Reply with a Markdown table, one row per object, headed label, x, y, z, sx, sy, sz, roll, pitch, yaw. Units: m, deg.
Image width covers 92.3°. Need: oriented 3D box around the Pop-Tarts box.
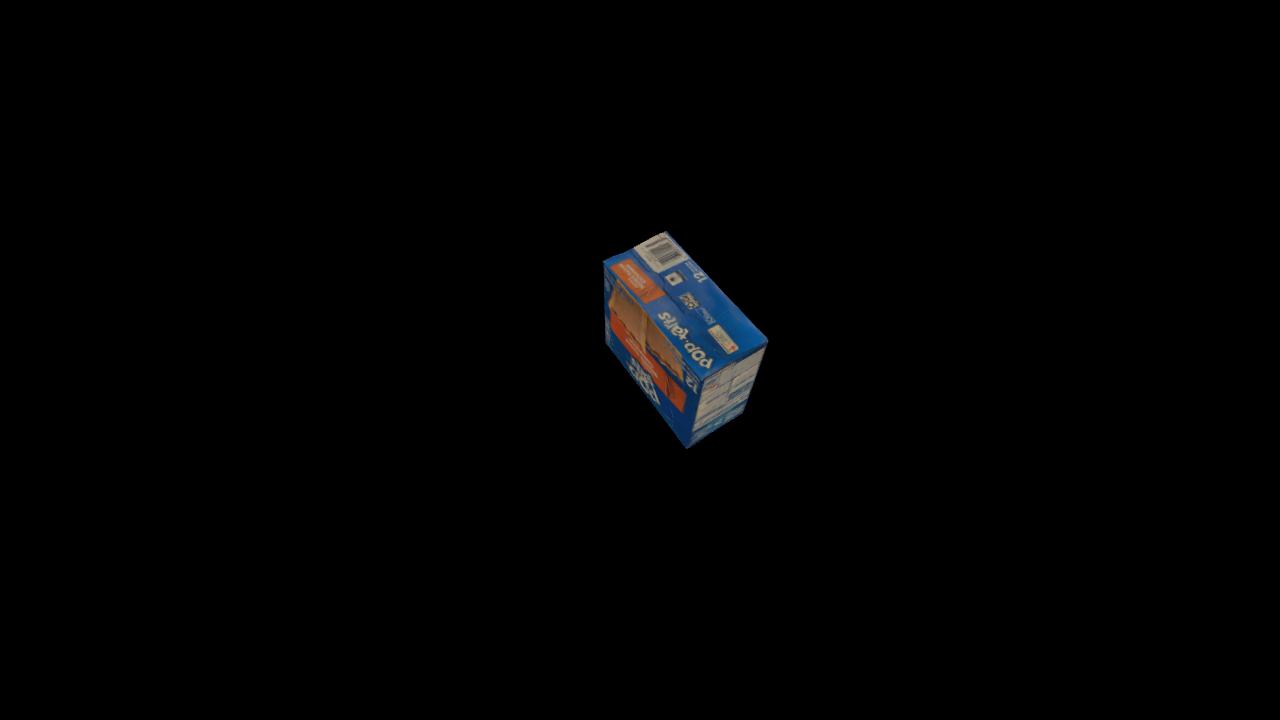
| label | x | y | z | sx | sy | sz | roll | pitch | yaw |
| --- | --- | --- | --- | --- | --- | --- | --- | --- | --- |
| Pop-Tarts box | 0.037 | -0.019 | 0.638 | 0.083 | 0.167 | 0.141 | -28 | -28 | -19 |
